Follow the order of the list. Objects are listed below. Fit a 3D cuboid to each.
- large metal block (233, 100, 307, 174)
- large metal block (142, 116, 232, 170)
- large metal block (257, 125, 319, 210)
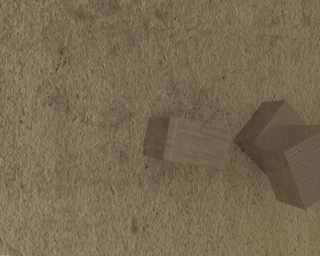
[{"bbox_3d":[0.171,0.016,0.459,0.080,0.050,0.080,44,76,-15],"label":"large metal block"},{"bbox_3d":[0.031,0.018,0.391,0.081,0.080,0.050,11,86,-20],"label":"large metal block"},{"bbox_3d":[0.190,0.048,0.413,0.081,0.050,0.080,-26,99,-18],"label":"large metal block"}]
